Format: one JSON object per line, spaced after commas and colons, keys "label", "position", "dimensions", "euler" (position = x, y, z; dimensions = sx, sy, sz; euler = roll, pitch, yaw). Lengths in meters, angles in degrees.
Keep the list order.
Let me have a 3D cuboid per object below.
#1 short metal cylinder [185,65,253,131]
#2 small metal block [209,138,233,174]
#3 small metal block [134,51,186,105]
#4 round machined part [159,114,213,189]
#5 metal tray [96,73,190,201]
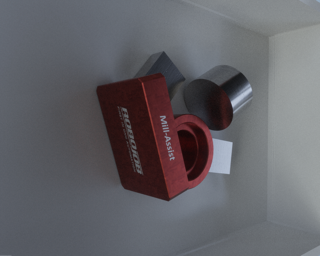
{"label": "short metal cylinder", "position": [0.083, -0.043, 0.440], "dimensions": [0.050, 0.080, 0.080], "euler": [-36, 113, -34]}
{"label": "small metal block", "position": [0.084, 0.043, 0.477], "dimensions": [0.050, 0.025, 0.050], "euler": [12, 82, -38]}
{"label": "small metal block", "position": [-0.001, -0.063, 0.406], "dimensions": [0.050, 0.025, 0.050], "euler": [47, 62, -28]}
{"label": "round machined part", "position": [0.023, 0.030, 0.413], "dimensions": [0.099, 0.042, 0.097], "euler": [0, 90, -40]}
{"label": "metal tray", "position": [-0.021, 0.010, 0.346], "dimensions": [0.030, 0.090, 0.129], "euler": [-22, 104, -38]}
